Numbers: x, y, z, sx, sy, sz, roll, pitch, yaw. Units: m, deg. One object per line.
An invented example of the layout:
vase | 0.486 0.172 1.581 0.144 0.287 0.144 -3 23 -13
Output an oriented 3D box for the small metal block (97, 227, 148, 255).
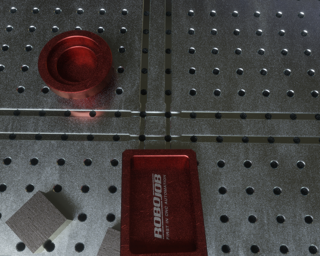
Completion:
small metal block | -0.045 0.148 0.357 0.050 0.025 0.050 20 71 6

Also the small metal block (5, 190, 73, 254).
small metal block | -0.143 0.112 0.369 0.050 0.025 0.050 41 75 13

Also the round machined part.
round machined part | -0.113 -0.084 0.432 0.099 0.042 0.098 0 70 -1

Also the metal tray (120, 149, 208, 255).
metal tray | 0.001 0.088 0.359 0.091 0.030 0.130 0 59 -5
